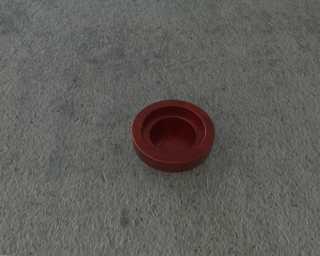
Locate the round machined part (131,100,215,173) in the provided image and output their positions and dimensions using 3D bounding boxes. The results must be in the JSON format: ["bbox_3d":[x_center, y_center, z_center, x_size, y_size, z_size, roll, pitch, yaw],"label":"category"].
[{"bbox_3d":[0.015,0.014,0.382,0.099,0.042,0.098,0,50,0],"label":"round machined part"}]
